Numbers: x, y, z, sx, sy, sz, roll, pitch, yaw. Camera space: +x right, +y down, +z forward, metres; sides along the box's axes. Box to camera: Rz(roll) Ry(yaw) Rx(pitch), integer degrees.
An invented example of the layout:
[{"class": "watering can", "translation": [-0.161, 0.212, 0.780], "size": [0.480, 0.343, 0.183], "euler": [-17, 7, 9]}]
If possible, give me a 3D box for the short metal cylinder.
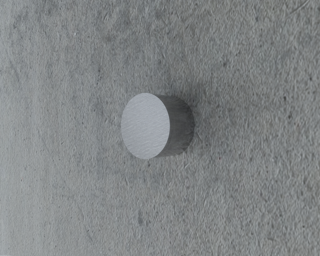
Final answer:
[{"class": "short metal cylinder", "translation": [-0.003, -0.002, 0.393], "size": [0.080, 0.050, 0.080], "euler": [0, 90, 40]}]
